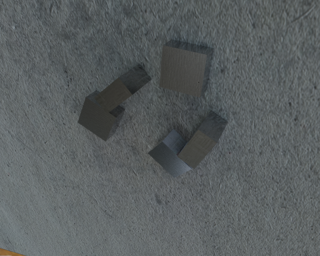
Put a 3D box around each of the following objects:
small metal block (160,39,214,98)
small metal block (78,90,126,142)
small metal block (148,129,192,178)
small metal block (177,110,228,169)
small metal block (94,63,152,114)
[{"bbox_3d":[0.029,-0.068,0.350,0.050,0.025,0.050,17,125,18],"label":"small metal block"},{"bbox_3d":[-0.084,-0.017,0.441,0.050,0.025,0.050,34,129,5],"label":"small metal block"},{"bbox_3d":[0.018,0.035,0.410,0.050,0.025,0.050,44,148,-2],"label":"small metal block"},{"bbox_3d":[0.052,0.013,0.372,0.025,0.050,0.050,36,129,4],"label":"small metal block"},{"bbox_3d":[-0.045,-0.049,0.384,0.050,0.050,0.025,-30,101,38],"label":"small metal block"}]
